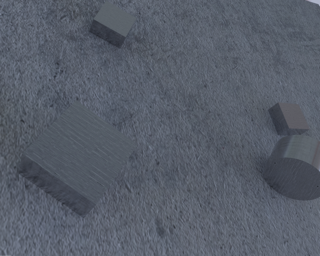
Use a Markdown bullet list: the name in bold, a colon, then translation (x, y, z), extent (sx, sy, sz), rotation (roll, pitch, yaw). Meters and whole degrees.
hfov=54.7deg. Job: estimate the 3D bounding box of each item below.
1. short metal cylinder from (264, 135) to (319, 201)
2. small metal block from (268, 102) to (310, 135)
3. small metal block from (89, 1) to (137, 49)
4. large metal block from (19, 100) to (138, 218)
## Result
- **short metal cylinder**: translation (0.196, 0.056, 0.440), extent (0.080, 0.080, 0.050), rotation (41, 51, -1)
- **small metal block**: translation (0.221, -0.015, 0.532), extent (0.050, 0.025, 0.050), rotation (2, 61, -27)
- **small metal block**: translation (-0.069, -0.153, 0.460), extent (0.050, 0.025, 0.050), rotation (27, 52, -11)
- **large metal block**: translation (-0.084, 0.032, 0.323), extent (0.080, 0.050, 0.080), rotation (36, 51, -4)
